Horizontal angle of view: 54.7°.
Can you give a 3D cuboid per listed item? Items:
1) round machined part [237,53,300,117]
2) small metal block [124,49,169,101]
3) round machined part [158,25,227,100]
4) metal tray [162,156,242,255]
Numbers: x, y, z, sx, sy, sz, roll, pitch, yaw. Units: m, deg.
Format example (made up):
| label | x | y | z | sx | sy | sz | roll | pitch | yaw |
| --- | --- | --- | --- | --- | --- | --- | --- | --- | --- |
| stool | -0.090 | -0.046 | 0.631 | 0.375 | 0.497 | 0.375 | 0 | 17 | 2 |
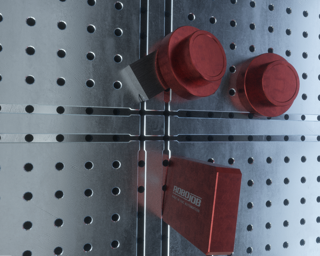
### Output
| label | x | y | z | sx | sy | sz | roll | pitch | yaw |
| --- | --- | --- | --- | --- | --- | --- | --- | --- | --- |
| round machined part | 0.170 | -0.065 | 0.468 | 0.099 | 0.042 | 0.097 | 0 | 90 | -21 |
| small metal block | -0.010 | -0.070 | 0.410 | 0.050 | 0.025 | 0.050 | -33 | 101 | -17 |
| round machined part | 0.049 | -0.089 | 0.407 | 0.099 | 0.042 | 0.098 | 9 | 75 | -36 |
| metal tray | 0.044 | 0.085 | 0.375 | 0.030 | 0.130 | 0.089 | 8 | 88 | -20 |
